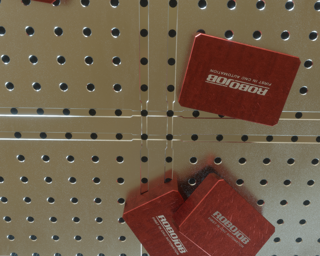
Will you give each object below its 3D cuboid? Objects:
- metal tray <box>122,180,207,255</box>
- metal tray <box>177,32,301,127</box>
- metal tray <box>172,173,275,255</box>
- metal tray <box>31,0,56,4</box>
[{"bbox_3d":[0.015,0.151,0.467,0.090,0.030,0.130,-28,108,9],"label":"metal tray"},{"bbox_3d":[0.095,-0.060,0.389,0.131,0.030,0.089,12,110,-5],"label":"metal tray"},{"bbox_3d":[0.092,0.137,0.441,0.130,0.030,0.090,43,86,-20],"label":"metal tray"},{"bbox_3d":[-0.148,-0.202,0.311,0.091,0.030,0.129,6,124,-12],"label":"metal tray"}]
